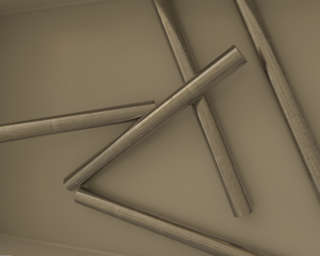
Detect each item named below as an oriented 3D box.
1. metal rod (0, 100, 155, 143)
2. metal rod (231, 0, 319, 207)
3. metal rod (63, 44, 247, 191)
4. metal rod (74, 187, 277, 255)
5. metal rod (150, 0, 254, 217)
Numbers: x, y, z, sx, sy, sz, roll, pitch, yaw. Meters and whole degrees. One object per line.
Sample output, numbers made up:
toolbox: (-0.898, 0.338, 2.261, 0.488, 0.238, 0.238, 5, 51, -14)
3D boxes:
metal rod: (-0.154, -0.002, 0.412, 0.302, 0.025, 0.025, -9, 87, -1)
metal rod: (0.146, -0.034, 0.358, 0.025, 0.025, 0.299, -23, 83, 18)
metal rod: (-0.022, 0.000, 0.400, 0.299, 0.025, 0.025, -37, 78, 23)
metal rod: (0.021, 0.133, 0.402, 0.301, 0.025, 0.025, 15, 95, 19)
metal rod: (0.050, -0.036, 0.392, 0.025, 0.025, 0.299, -23, 83, 18)
